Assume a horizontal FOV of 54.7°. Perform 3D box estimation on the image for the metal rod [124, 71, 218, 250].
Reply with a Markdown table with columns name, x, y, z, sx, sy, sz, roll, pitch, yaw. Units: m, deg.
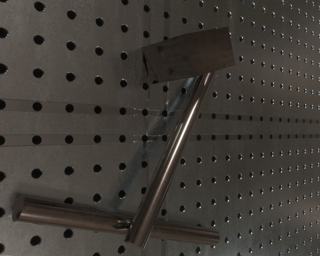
| name | x | y | z | sx | sy | sz | roll | pitch | yaw |
| --- | --- | --- | --- | --- | --- | --- | --- | --- | --- |
| metal rod | 0.028 | 0.011 | 0.416 | 0.025 | 0.025 | 0.300 | 43 | 58 | -32 |

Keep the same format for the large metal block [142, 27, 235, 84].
| name | x | y | z | sx | sy | sz | roll | pitch | yaw |
| --- | --- | --- | --- | --- | --- | --- | --- | --- | --- |
| large metal block | 0.038 | -0.095 | 0.407 | 0.081 | 0.080 | 0.050 | -22 | 105 | -38 |

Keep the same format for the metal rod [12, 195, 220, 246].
| name | x | y | z | sx | sy | sz | roll | pitch | yaw |
| --- | --- | --- | --- | --- | --- | --- | --- | --- | --- |
| metal rod | -0.026 | 0.123 | 0.389 | 0.302 | 0.025 | 0.025 | 23 | 76 | -38 |
